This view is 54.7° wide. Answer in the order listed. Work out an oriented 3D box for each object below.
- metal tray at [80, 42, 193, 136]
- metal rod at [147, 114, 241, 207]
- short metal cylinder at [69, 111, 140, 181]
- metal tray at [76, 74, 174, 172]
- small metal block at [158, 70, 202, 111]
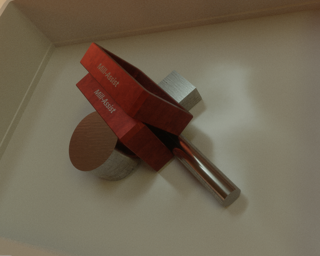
[{"bbox_3d":[-0.030,-0.048,0.373,0.030,0.090,0.130,-54,50,12],"label":"metal tray"},{"bbox_3d":[-0.008,-0.011,0.415,0.025,0.025,0.300,-43,51,-2],"label":"metal rod"},{"bbox_3d":[-0.070,0.023,0.401,0.080,0.050,0.080,-14,61,28],"label":"short metal cylinder"},{"bbox_3d":[-0.045,-0.011,0.391,0.030,0.090,0.130,-43,51,-1],"label":"metal tray"},{"bbox_3d":[0.019,-0.043,0.419,0.050,0.025,0.050,-42,51,-1],"label":"small metal block"}]
